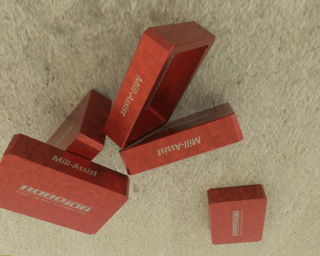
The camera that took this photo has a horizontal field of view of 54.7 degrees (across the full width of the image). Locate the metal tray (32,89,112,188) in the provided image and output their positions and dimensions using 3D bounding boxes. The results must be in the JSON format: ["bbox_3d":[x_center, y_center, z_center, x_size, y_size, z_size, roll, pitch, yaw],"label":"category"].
[{"bbox_3d":[-0.112,0.024,0.382,0.030,0.090,0.129,33,123,-25],"label":"metal tray"}]

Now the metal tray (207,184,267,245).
[{"bbox_3d":[0.132,0.153,0.537,0.090,0.030,0.129,-7,130,5],"label":"metal tray"}]

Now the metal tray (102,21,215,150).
[{"bbox_3d":[-0.002,-0.044,0.327,0.030,0.091,0.129,41,128,15],"label":"metal tray"}]

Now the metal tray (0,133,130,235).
[{"bbox_3d":[-0.111,0.067,0.340,0.131,0.030,0.090,26,126,-21],"label":"metal tray"}]

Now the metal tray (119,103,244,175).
[{"bbox_3d":[0.026,0.010,0.367,0.130,0.090,0.030,-19,99,11],"label":"metal tray"}]
